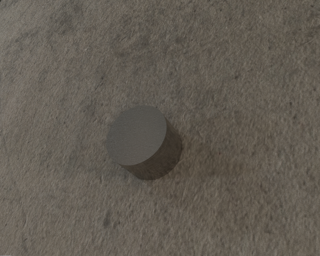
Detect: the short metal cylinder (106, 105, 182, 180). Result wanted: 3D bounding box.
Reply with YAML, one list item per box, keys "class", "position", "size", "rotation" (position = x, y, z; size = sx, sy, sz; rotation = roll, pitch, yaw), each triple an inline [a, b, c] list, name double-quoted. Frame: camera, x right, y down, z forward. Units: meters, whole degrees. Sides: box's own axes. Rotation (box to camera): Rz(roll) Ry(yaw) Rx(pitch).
- class: "short metal cylinder"
  position: [-0.019, 0.019, 0.385]
  size: [0.080, 0.050, 0.080]
  rotation: [-13, 56, 20]
